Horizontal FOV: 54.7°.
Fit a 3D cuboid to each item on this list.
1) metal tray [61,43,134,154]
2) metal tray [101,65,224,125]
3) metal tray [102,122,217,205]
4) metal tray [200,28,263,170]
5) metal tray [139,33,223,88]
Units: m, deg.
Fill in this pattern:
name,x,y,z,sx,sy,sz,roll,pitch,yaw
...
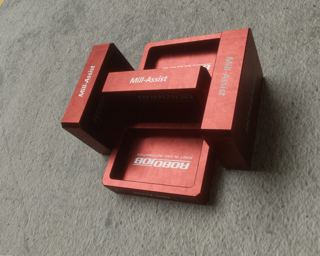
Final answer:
name,x,y,z,sx,sy,sz,roll,pitch,yaw
metal tray,-0.074,-0.039,0.426,0.030,0.090,0.130,1,63,29
metal tray,0.006,-0.034,0.383,0.130,0.090,0.030,1,64,29
metal tray,0.001,0.039,0.379,0.130,0.030,0.090,1,61,28
metal tray,0.084,-0.030,0.338,0.030,0.090,0.130,1,62,29
metal tray,0.033,-0.082,0.436,0.130,0.030,0.090,1,65,28
